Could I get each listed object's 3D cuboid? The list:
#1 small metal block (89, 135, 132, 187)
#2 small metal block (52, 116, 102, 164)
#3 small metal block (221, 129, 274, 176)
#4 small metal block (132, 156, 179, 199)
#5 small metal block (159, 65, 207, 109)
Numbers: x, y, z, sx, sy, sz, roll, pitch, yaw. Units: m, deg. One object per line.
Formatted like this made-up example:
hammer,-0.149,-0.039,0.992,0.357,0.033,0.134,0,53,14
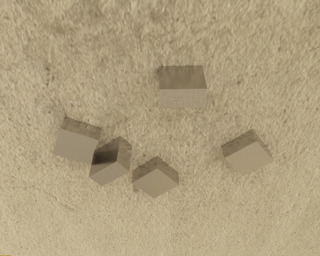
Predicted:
small metal block,-0.068,0.045,0.429,0.050,0.050,0.025,-30,124,22
small metal block,-0.113,0.018,0.421,0.050,0.025,0.050,19,128,-16
small metal block,0.124,0.036,0.440,0.050,0.025,0.050,-33,123,24
small metal block,-0.007,0.076,0.472,0.050,0.025,0.050,-34,123,25
small metal block,0.025,-0.047,0.351,0.050,0.050,0.025,-1,130,0
